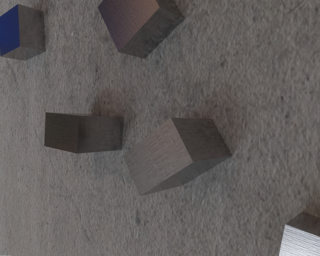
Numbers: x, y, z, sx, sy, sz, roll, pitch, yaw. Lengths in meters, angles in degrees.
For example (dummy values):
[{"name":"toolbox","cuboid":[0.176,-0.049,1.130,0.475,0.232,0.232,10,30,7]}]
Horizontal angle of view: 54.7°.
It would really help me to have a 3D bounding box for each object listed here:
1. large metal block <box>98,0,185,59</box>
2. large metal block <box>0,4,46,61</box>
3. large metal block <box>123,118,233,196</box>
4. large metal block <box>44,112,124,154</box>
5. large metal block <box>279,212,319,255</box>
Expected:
[{"name":"large metal block","cuboid":[-0.027,-0.152,0.409,0.080,0.050,0.080,-38,67,33]},{"name":"large metal block","cuboid":[-0.272,-0.184,0.609,0.080,0.050,0.080,-7,86,39]},{"name":"large metal block","cuboid":[0.020,0.031,0.351,0.080,0.081,0.050,-38,67,33]},{"name":"large metal block","cuboid":[-0.112,0.005,0.459,0.080,0.081,0.050,6,94,39]},{"name":"large metal block","cuboid":[0.149,0.129,0.265,0.080,0.050,0.079,13,99,39]}]
